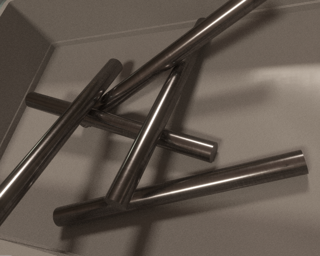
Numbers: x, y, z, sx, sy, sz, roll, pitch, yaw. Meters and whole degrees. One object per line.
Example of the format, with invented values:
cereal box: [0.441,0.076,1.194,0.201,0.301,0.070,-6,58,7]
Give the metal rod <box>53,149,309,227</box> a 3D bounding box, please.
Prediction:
metal rod: [0.007,0.074,0.355,0.301,0.025,0.025,-17,55,18]

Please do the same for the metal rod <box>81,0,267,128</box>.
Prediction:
metal rod: [-0.003,-0.081,0.407,0.299,0.025,0.025,-32,50,26]

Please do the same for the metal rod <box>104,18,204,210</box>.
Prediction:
metal rod: [0.011,-0.039,0.389,0.025,0.025,0.300,5,54,30]

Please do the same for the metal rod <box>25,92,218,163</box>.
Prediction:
metal rod: [-0.069,-0.008,0.419,0.301,0.025,0.025,16,70,25]

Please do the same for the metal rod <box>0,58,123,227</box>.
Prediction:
metal rod: [-0.118,0.000,0.379,0.025,0.025,0.301,-2,39,27]
